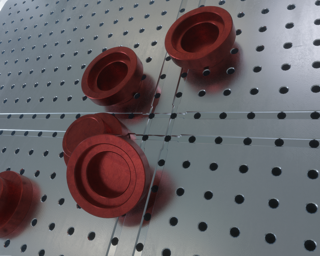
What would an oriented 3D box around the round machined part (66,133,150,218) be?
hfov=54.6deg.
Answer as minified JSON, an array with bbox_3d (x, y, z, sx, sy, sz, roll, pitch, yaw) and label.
[{"bbox_3d":[-0.059,0.055,0.377,0.098,0.042,0.097,0,91,13],"label":"round machined part"}]

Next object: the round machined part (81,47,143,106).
[{"bbox_3d":[-0.069,-0.075,0.481,0.098,0.042,0.098,-13,56,21],"label":"round machined part"}]

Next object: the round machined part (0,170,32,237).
[{"bbox_3d":[-0.244,0.109,0.461,0.098,0.042,0.098,-13,56,21],"label":"round machined part"}]

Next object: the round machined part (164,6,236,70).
[{"bbox_3d":[0.060,-0.122,0.442,0.098,0.042,0.098,-13,56,21],"label":"round machined part"}]

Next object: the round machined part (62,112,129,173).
[{"bbox_3d":[-0.097,0.019,0.438,0.098,0.042,0.098,-13,56,21],"label":"round machined part"}]
